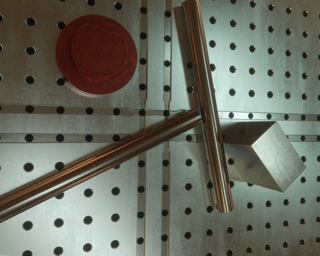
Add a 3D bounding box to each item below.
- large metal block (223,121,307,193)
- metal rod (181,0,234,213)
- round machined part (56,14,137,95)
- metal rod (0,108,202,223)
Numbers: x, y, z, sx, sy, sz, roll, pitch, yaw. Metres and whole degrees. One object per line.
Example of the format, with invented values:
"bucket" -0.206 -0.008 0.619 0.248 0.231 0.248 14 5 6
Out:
"large metal block" 0.141 0.037 0.437 0.050 0.080 0.080 -40 103 -16
"metal rod" 0.068 -0.028 0.439 0.025 0.025 0.298 -12 94 -20
"round machined part" -0.075 -0.090 0.376 0.099 0.042 0.097 0 90 -21
"metal rod" -0.078 0.045 0.384 0.302 0.025 0.025 -25 99 -19
